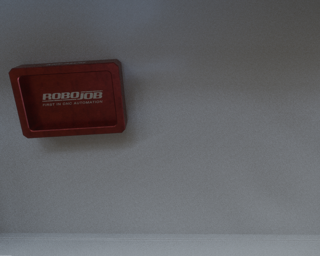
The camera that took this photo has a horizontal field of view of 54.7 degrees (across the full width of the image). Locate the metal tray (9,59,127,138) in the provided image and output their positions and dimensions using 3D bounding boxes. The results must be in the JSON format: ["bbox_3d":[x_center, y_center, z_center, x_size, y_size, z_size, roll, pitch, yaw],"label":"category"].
[{"bbox_3d":[-0.112,-0.037,0.393,0.131,0.030,0.089,-3,110,0],"label":"metal tray"}]
